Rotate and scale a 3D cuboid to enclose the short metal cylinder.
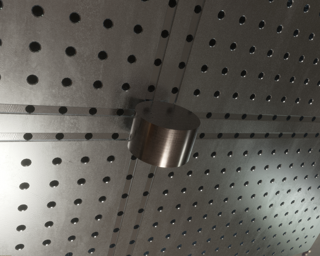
[{"bbox_3d":[0.004,0.005,0.383,0.081,0.080,0.050,0,119,-29],"label":"short metal cylinder"}]
